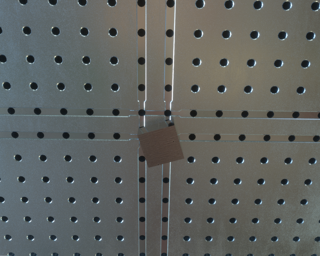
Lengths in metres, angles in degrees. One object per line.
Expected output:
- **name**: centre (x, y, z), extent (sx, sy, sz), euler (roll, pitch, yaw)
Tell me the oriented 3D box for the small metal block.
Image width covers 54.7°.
- **small metal block**: centre (0.001, 0.021, 0.421), extent (0.050, 0.025, 0.050), euler (-15, 110, 5)
